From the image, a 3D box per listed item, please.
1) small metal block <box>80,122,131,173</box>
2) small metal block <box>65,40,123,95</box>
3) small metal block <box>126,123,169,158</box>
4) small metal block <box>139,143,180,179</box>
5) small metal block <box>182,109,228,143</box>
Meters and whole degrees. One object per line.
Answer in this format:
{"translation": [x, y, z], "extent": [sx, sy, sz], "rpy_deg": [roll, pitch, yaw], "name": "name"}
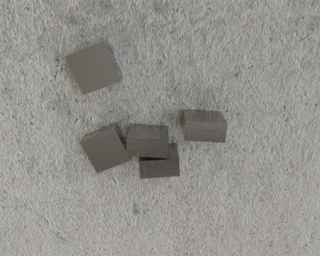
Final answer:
{"translation": [-0.072, 0.027, 0.419], "extent": [0.050, 0.025, 0.050], "rpy_deg": [-22, 109, 7], "name": "small metal block"}
{"translation": [-0.079, -0.075, 0.381], "extent": [0.050, 0.025, 0.050], "rpy_deg": [-19, 109, 6], "name": "small metal block"}
{"translation": [-0.016, 0.016, 0.402], "extent": [0.050, 0.050, 0.025], "rpy_deg": [4, 110, -2], "name": "small metal block"}
{"translation": [-0.001, 0.043, 0.412], "extent": [0.050, 0.050, 0.025], "rpy_deg": [-4, 110, 1], "name": "small metal block"}
{"translation": [0.055, -0.004, 0.395], "extent": [0.050, 0.050, 0.025], "rpy_deg": [3, 110, -1], "name": "small metal block"}
